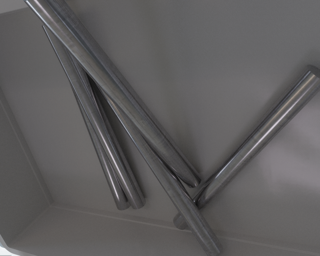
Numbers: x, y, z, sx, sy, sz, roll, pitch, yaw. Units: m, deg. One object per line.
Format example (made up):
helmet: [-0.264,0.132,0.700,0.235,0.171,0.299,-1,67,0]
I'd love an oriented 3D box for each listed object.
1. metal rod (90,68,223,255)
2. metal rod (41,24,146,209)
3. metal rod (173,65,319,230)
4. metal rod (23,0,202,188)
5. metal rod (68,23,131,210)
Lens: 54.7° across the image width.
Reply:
metal rod: [-0.004,0.045,0.417,0.025,0.025,0.299,-29,96,37]
metal rod: [-0.081,-0.001,0.435,0.025,0.025,0.299,-4,122,30]
metal rod: [0.092,0.047,0.389,0.025,0.025,0.298,35,129,5]
metal rod: [-0.023,-0.015,0.332,0.025,0.025,0.300,-6,141,31]
metal rod: [-0.095,-0.001,0.458,0.025,0.025,0.298,-1,118,28]
